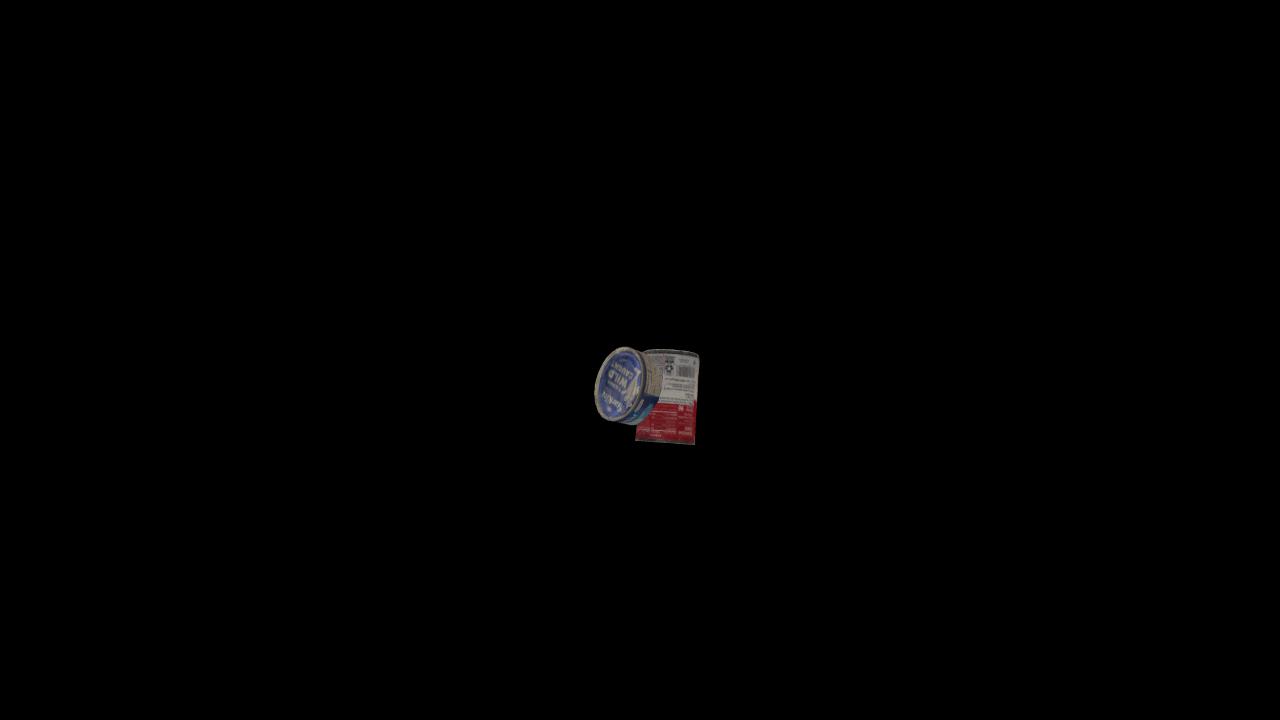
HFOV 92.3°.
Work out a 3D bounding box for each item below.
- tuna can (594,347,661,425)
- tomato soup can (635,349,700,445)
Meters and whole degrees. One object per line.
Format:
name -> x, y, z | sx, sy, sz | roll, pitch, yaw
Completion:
tuna can -> -0.013, 0.030, 0.683 | 0.034, 0.084, 0.084 | 18, -12, -38
tomato soup can -> 0.031, 0.042, 0.688 | 0.068, 0.101, 0.068 | 4, -7, 0
